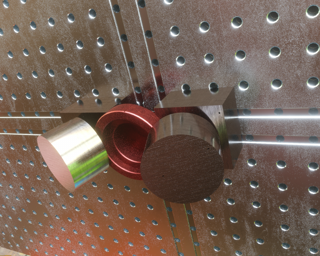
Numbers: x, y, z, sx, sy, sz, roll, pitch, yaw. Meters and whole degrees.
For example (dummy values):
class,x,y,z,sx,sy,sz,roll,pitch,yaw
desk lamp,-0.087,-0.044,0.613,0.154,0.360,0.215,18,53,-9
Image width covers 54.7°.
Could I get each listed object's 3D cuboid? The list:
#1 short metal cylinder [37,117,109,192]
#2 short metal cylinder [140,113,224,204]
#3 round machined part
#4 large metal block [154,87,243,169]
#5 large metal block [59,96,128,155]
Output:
class,x,y,z,sx,sy,sz,roll,pitch,yaw
short metal cylinder,-0.110,0.033,0.392,0.080,0.050,0.079,32,140,33
short metal cylinder,0.023,0.030,0.320,0.080,0.050,0.079,2,116,5
round machined part,-0.028,0.013,0.385,0.098,0.042,0.097,13,124,21
large metal block,0.048,0.000,0.369,0.080,0.050,0.080,-1,118,28
large metal block,-0.083,0.003,0.441,0.080,0.050,0.080,1,119,28
